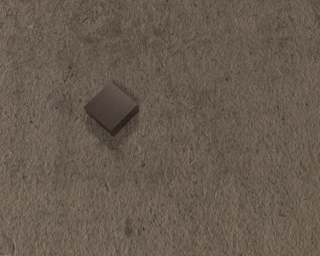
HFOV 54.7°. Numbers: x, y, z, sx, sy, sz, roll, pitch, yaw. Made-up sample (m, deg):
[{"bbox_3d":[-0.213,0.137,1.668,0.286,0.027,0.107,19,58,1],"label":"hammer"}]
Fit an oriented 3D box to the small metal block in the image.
[{"bbox_3d":[-0.065,-0.025,0.417,0.050,0.025,0.050,40,74,13],"label":"small metal block"}]
